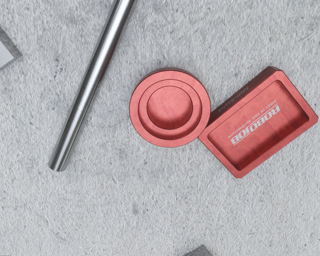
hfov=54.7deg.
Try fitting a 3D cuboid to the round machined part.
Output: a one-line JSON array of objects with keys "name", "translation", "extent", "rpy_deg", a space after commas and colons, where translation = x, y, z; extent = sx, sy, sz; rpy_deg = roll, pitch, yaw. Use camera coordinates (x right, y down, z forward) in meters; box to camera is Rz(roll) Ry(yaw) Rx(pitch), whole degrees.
[{"name": "round machined part", "translation": [0.012, -0.028, 0.391], "extent": [0.099, 0.042, 0.097], "rpy_deg": [0, 110, 0]}]

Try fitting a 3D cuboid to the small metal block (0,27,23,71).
[{"name": "small metal block", "translation": [-0.207, -0.094, 0.373], "extent": [0.050, 0.025, 0.050], "rpy_deg": [-31, 107, 10]}]

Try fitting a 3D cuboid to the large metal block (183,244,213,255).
[{"name": "large metal block", "translation": [0.060, 0.246, 0.488], "extent": [0.080, 0.050, 0.080], "rpy_deg": [-34, 107, 11]}]

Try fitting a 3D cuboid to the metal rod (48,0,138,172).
[{"name": "metal rod", "translation": [-0.077, -0.073, 0.382], "extent": [0.025, 0.025, 0.298], "rpy_deg": [25, 108, -9]}]

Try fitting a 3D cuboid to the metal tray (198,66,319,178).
[{"name": "metal tray", "translation": [0.124, -0.005, 0.405], "extent": [0.130, 0.030, 0.090], "rpy_deg": [-40, 106, 13]}]
